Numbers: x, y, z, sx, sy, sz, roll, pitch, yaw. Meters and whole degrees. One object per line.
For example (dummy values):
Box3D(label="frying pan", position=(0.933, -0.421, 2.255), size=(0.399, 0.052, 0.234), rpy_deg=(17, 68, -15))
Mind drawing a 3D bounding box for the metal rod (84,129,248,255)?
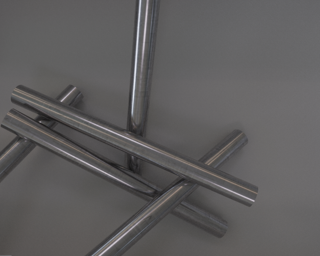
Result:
Box3D(label="metal rod", position=(-0.004, 0.093, 0.353), size=(0.302, 0.025, 0.025), rpy_deg=(-36, 90, -24))

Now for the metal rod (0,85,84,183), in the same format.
Box3D(label="metal rod", position=(-0.197, 0.060, 0.353), size=(0.025, 0.025, 0.301), rpy_deg=(38, 67, 0))

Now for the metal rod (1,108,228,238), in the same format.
Box3D(label="metal rod", position=(-0.045, 0.062, 0.382), size=(0.301, 0.025, 0.025), rpy_deg=(30, 90, -12))

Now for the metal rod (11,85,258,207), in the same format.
Box3D(label="metal rod", position=(-0.033, 0.018, 0.360), size=(0.301, 0.025, 0.025), rpy_deg=(23, 90, 5))

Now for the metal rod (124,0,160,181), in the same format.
Box3D(label="metal rod", position=(-0.020, -0.066, 0.348), size=(0.025, 0.025, 0.298), rpy_deg=(7, 116, 0))
